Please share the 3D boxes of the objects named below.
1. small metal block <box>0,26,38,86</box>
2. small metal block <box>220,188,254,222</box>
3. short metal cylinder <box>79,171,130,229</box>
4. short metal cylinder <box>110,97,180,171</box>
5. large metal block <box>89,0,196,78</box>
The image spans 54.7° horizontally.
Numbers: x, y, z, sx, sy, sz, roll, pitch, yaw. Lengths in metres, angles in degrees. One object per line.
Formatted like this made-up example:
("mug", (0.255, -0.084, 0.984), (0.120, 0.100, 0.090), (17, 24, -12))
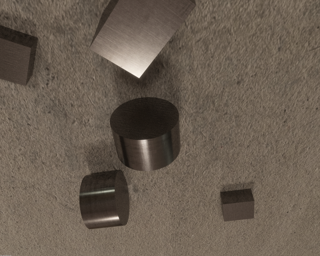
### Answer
("small metal block", (-0.166, -0.080, 0.337), (0.050, 0.025, 0.050), (16, 128, -14))
("small metal block", (0.130, 0.130, 0.520), (0.050, 0.025, 0.050), (-8, 130, 6))
("short metal cylinder", (-0.080, 0.107, 0.461), (0.050, 0.080, 0.080), (-8, 130, 6))
("short metal cylinder", (-0.016, 0.006, 0.376), (0.080, 0.080, 0.050), (-4, 130, 2))
("large metal block", (-0.016, -0.106, 0.280), (0.050, 0.080, 0.080), (29, 124, -22))
